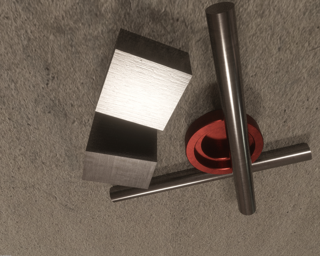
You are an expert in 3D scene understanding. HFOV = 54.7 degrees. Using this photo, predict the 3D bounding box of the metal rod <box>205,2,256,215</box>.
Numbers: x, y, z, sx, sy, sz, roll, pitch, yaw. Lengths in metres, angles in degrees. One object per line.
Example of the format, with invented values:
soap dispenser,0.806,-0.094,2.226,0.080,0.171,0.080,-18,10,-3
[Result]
metal rod,0.089,0.007,0.359,0.025,0.025,0.299,-12,129,9

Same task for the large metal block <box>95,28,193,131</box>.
large metal block,-0.019,-0.052,0.346,0.081,0.050,0.079,16,128,-14

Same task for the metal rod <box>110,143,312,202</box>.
metal rod,0.067,0.070,0.467,0.301,0.025,0.025,-15,129,11

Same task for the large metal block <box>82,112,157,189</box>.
large metal block,-0.049,0.025,0.392,0.081,0.080,0.050,10,129,-9

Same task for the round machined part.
round machined part,0.082,0.014,0.409,0.099,0.042,0.097,-1,130,0
